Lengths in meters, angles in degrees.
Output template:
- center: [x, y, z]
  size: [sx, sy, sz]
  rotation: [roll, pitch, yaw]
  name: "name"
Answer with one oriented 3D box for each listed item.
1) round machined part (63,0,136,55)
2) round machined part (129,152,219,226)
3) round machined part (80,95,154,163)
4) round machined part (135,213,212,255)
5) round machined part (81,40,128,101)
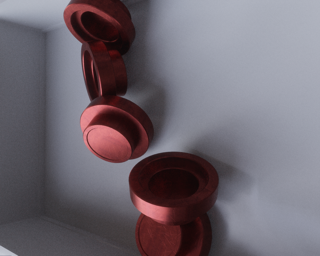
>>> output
- center: [-0.079, -0.149, 0.432]
  size: [0.098, 0.098, 0.042]
  rotation: [3, 60, 39]
  name: "round machined part"
- center: [0.016, 0.071, 0.351]
  size: [0.098, 0.099, 0.042]
  rotation: [23, 127, 37]
  name: "round machined part"
- center: [-0.061, 0.009, 0.409]
  size: [0.098, 0.042, 0.097]
  rotation: [11, 133, 13]
  name: "round machined part"
- center: [0.009, 0.127, 0.373]
  size: [0.098, 0.042, 0.098]
  rotation: [-12, 70, 35]
  name: "round machined part"
- center: [-0.078, -0.075, 0.440]
  size: [0.098, 0.042, 0.097]
  rotation: [45, 142, 51]
  name: "round machined part"
